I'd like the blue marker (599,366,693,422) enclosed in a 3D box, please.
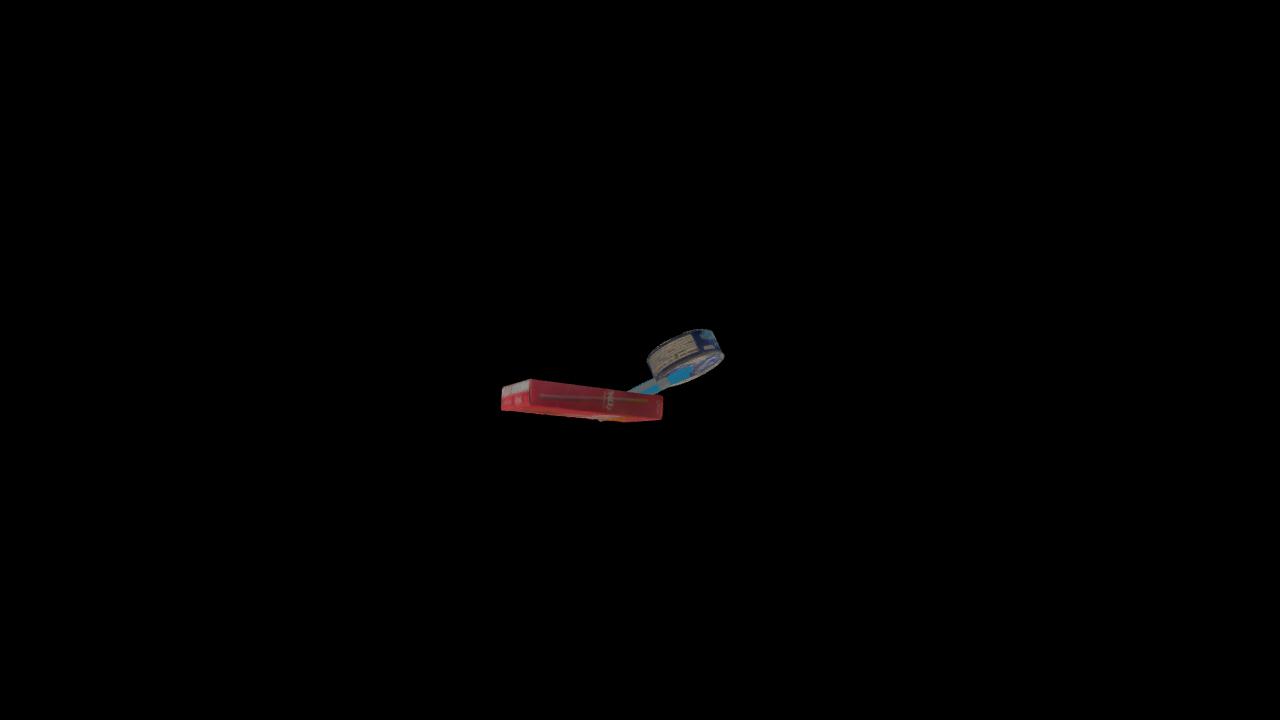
[{"bbox_3d":[0.004,0.035,0.693,0.121,0.020,0.020,-27,-5,10],"label":"blue marker"}]

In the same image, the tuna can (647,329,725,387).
[{"bbox_3d":[0.051,-0.002,0.695,0.084,0.034,0.084,-21,-17,-7],"label":"tuna can"}]

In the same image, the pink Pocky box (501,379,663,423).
[{"bbox_3d":[-0.061,0.046,0.655,0.155,0.029,0.084,9,-11,-30],"label":"pink Pocky box"}]
